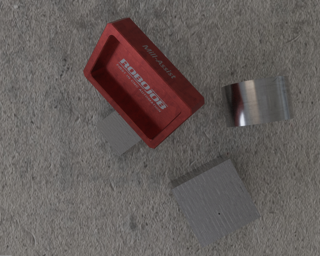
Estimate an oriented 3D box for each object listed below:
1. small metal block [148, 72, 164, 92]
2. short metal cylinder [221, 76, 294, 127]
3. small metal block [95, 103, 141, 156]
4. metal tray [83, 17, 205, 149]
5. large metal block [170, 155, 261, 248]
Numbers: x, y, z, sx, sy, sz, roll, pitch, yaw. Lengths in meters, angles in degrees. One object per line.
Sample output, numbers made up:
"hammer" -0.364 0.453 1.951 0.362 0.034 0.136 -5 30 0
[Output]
"small metal block" 0.003 -0.050 0.397 0.025 0.050 0.050 -40 90 0
"short metal cylinder" 0.120 -0.031 0.383 0.080 0.080 0.050 -8 90 0
"small metal block" -0.048 0.001 0.409 0.050 0.025 0.050 -38 90 0
"metal tray" -0.023 -0.048 0.358 0.130 0.090 0.030 48 46 2
"large metal block" 0.068 0.091 0.398 0.080 0.050 0.080 -28 90 0
